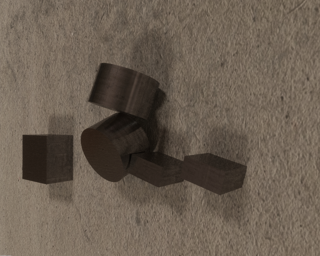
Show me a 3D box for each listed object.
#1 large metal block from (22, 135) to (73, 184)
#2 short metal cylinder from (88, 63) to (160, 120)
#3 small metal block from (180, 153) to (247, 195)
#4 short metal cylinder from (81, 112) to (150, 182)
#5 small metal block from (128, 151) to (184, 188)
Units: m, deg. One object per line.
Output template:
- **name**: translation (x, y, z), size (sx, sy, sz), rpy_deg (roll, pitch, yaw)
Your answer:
- **large metal block**: translation (-0.200, 0.052, 0.550), size (0.080, 0.050, 0.079), rpy_deg (0, 90, 39)
- **short metal cylinder**: translation (-0.046, -0.045, 0.400), size (0.080, 0.080, 0.050), rpy_deg (16, 88, 38)
- **small metal block**: translation (0.059, 0.048, 0.339), size (0.050, 0.050, 0.025), rpy_deg (18, 102, 38)
- **short metal cylinder**: translation (-0.060, 0.025, 0.417), size (0.080, 0.050, 0.079), rpy_deg (24, 130, 32)
- **small metal block**: translation (-0.002, 0.050, 0.389), size (0.050, 0.050, 0.025), rpy_deg (18, 102, 38)
